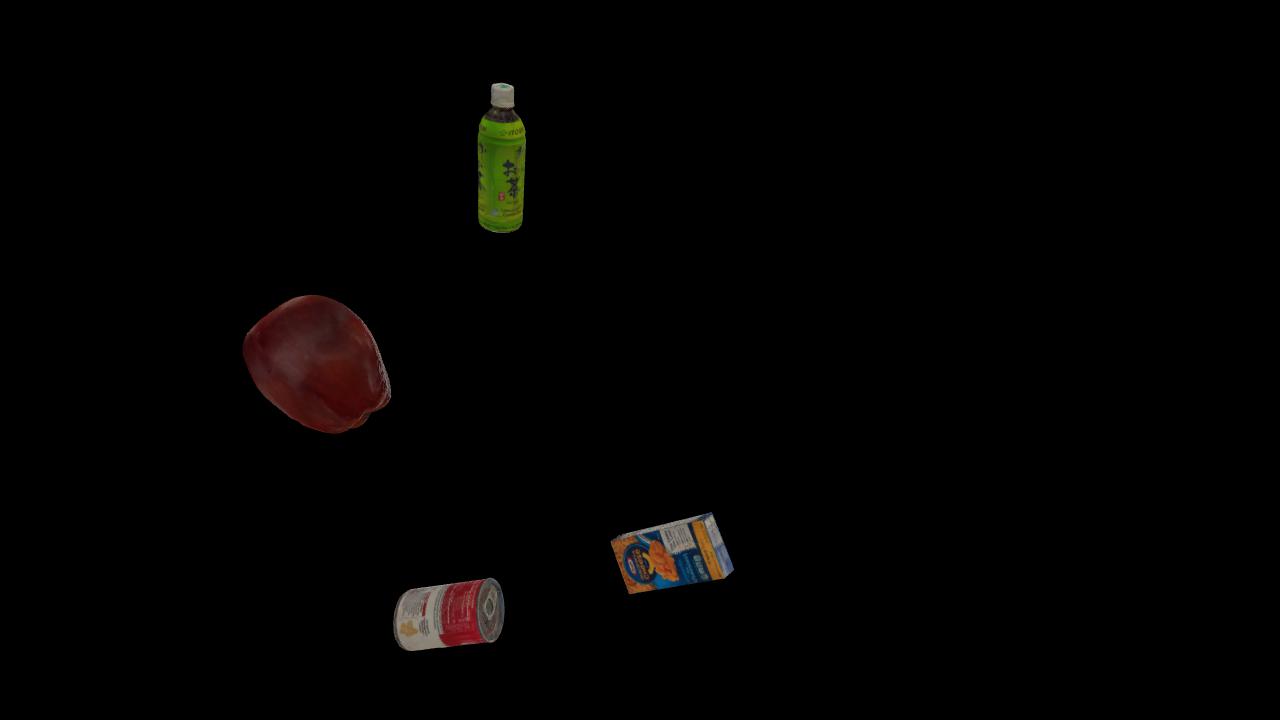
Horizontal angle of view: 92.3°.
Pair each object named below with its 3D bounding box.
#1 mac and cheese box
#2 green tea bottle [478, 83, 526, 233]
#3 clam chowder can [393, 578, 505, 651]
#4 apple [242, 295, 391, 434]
[{"bbox_3d":[0.046,0.302,0.953,0.184,0.093,0.041,-25,-5,33],"label":"mac and cheese box"},{"bbox_3d":[-0.206,-0.297,0.914,0.073,0.212,0.073,6,37,-5],"label":"green tea bottle"},{"bbox_3d":[-0.213,0.286,0.690,0.102,0.068,0.068,-10,-2,9],"label":"clam chowder can"},{"bbox_3d":[-0.210,0.001,0.406,0.079,0.093,0.079,-37,2,1],"label":"apple"}]
